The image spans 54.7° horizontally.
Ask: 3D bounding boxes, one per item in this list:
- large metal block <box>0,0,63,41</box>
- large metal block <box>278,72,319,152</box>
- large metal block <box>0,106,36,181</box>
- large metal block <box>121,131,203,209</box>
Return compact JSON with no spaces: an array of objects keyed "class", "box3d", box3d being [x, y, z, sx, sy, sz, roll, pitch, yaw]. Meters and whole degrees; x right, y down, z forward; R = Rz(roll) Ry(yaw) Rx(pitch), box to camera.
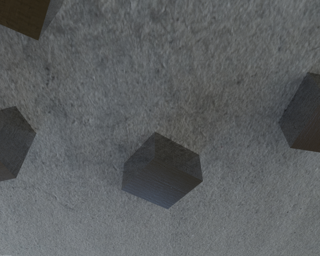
[{"class":"large metal block","box3d":[-0.125,-0.129,0.260,0.080,0.080,0.050,22,127,-18]},{"class":"large metal block","box3d":[0.208,-0.015,0.381,0.081,0.050,0.079,9,130,-8]},{"class":"large metal block","box3d":[-0.217,0.024,0.389,0.080,0.080,0.050,-13,129,10]},{"class":"large metal block","box3d":[0.002,0.063,0.445,0.080,0.050,0.080,29,124,-23]}]
